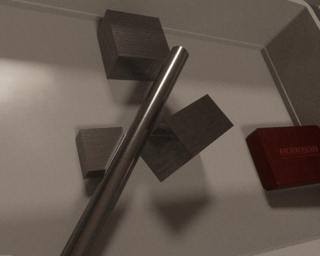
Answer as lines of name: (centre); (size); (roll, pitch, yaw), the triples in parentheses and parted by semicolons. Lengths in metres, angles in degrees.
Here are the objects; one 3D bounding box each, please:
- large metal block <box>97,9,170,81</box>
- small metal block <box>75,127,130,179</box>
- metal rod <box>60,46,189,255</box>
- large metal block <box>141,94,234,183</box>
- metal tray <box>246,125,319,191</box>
large metal block: (-0.037, -0.115, 0.441); (0.081, 0.050, 0.080); (-2, 63, -30)
small metal block: (-0.065, 0.028, 0.355); (0.050, 0.025, 0.050); (-4, 64, -30)
metal rod: (-0.029, 0.017, 0.343); (0.025, 0.025, 0.300); (31, 60, -9)
large metal block: (0.030, 0.013, 0.380); (0.081, 0.080, 0.050); (-32, 80, -38)
metal tray: (0.208, 0.044, 0.481); (0.131, 0.030, 0.090); (-2, 63, -22)
